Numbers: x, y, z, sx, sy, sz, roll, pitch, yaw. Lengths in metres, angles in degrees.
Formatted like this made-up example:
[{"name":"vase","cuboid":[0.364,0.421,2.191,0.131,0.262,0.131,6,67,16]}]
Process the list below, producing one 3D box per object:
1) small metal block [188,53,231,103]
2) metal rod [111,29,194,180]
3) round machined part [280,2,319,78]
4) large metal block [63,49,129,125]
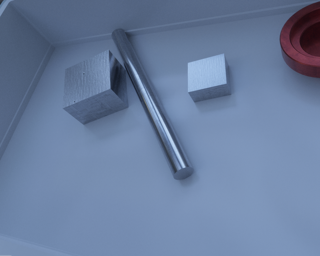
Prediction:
[{"name":"small metal block","cuboid":[0.065,-0.066,0.411,0.050,0.025,0.050,-11,57,22]},{"name":"metal rod","cuboid":[-0.022,-0.055,0.449,0.025,0.025,0.300,-31,52,8]},{"name":"round machined part","cuboid":[0.191,-0.096,0.353,0.098,0.042,0.098,-13,56,20]},{"name":"large metal block","cuboid":[-0.099,-0.062,0.478,0.080,0.050,0.080,-20,54,16]}]
